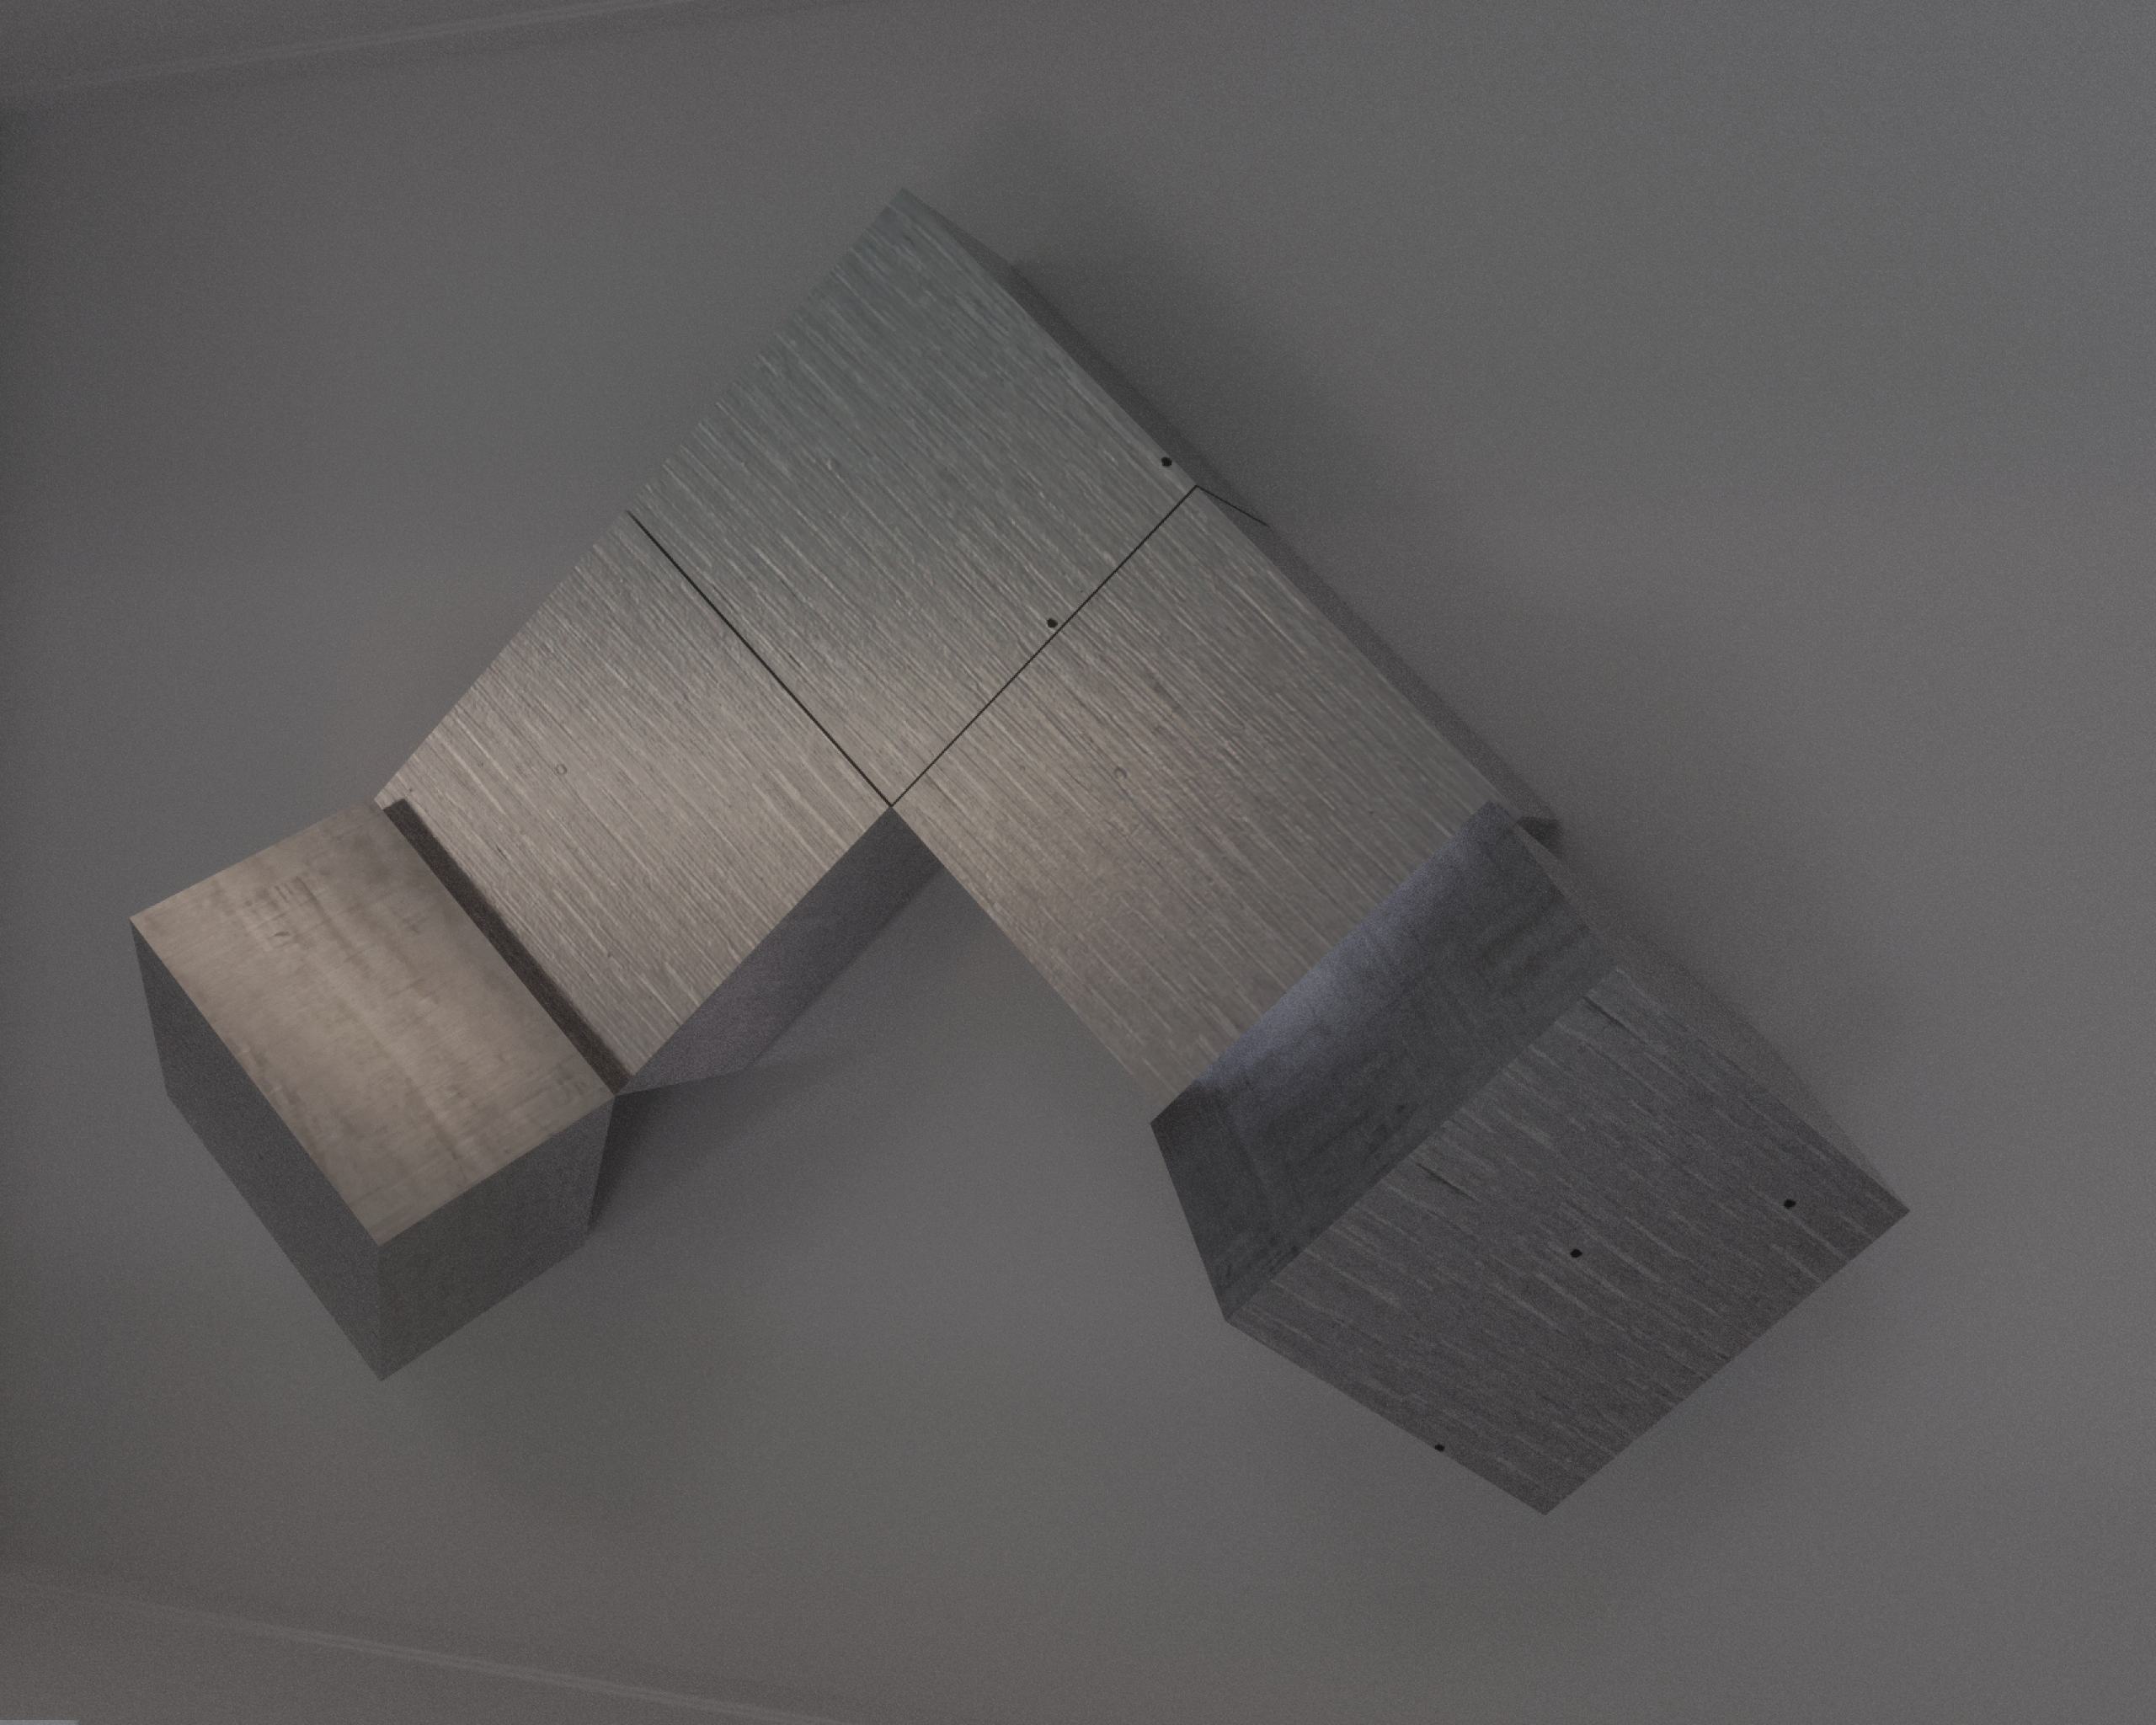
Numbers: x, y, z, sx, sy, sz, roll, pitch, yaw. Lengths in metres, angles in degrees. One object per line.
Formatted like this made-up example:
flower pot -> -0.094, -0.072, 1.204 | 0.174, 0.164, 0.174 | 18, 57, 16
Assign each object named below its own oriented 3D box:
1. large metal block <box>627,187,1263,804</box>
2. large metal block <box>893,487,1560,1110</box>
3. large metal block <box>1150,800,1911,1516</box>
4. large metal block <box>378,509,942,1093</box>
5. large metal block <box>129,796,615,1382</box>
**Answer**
large metal block -> -0.024, -0.067, 0.404 | 0.080, 0.050, 0.080 | -46, 76, 14
large metal block -> 0.028, -0.009, 0.385 | 0.080, 0.050, 0.080 | -46, 76, 14
large metal block -> 0.073, 0.050, 0.347 | 0.080, 0.050, 0.080 | 36, 106, -29
large metal block -> -0.079, -0.012, 0.423 | 0.080, 0.050, 0.080 | -46, 76, 14
large metal block -> -0.142, 0.047, 0.423 | 0.080, 0.050, 0.080 | 48, 147, 13
